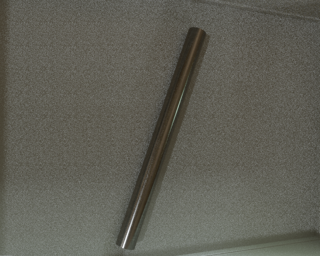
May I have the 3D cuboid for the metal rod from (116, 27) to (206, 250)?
[{"bbox_3d":[0.004,0.008,0.409,0.025,0.025,0.299,21,83,-19],"label":"metal rod"}]
